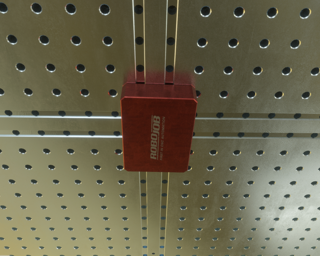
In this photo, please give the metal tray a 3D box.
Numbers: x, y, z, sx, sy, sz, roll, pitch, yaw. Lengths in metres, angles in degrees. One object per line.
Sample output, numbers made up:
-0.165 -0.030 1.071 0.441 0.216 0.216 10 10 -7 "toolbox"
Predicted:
-0.003 0.005 0.411 0.091 0.030 0.129 1 130 -2 "metal tray"
